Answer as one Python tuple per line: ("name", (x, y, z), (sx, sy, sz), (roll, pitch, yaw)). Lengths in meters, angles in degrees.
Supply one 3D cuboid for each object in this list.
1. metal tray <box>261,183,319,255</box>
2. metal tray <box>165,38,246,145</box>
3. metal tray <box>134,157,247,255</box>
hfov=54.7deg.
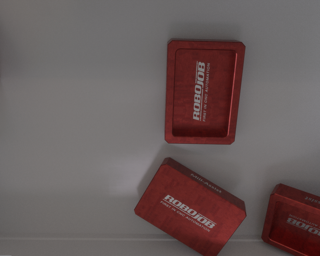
("metal tray", (0.213, 0.140, 0.421), (0.130, 0.030, 0.089), (17, 120, 30))
("metal tray", (0.053, -0.044, 0.392), (0.091, 0.030, 0.129), (1, 110, -1))
("metal tray", (0.041, 0.112, 0.434), (0.130, 0.030, 0.090), (31, 107, 3))
